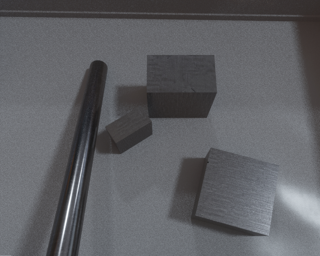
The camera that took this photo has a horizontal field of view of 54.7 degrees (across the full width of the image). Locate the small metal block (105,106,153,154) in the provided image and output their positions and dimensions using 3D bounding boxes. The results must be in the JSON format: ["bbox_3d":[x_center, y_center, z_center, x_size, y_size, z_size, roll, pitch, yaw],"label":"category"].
[{"bbox_3d":[-0.038,0.004,0.395,0.050,0.050,0.025,-32,74,-11],"label":"small metal block"}]

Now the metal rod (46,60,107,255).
[{"bbox_3d":[-0.083,0.021,0.337,0.025,0.025,0.300,-1,45,-1],"label":"metal rod"}]

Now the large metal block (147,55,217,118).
[{"bbox_3d":[0.025,-0.051,0.399,0.081,0.080,0.050,0,70,-1],"label":"large metal block"}]

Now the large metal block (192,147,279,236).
[{"bbox_3d":[0.088,0.077,0.369,0.080,0.050,0.080,15,71,5],"label":"large metal block"}]
